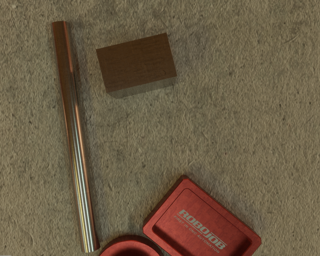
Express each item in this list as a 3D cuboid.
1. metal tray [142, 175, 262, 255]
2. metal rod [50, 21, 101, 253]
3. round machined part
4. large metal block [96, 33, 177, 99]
[{"bbox_3d":[0.054,0.137,0.408,0.130,0.030,0.090,40,90,-1],"label":"metal tray"},{"bbox_3d":[-0.111,0.011,0.408,0.025,0.025,0.298,-8,90,0],"label":"metal rod"},{"bbox_3d":[-0.039,0.195,0.401,0.099,0.042,0.097,0,90,-1],"label":"round machined part"},{"bbox_3d":[-0.026,-0.072,0.382,0.080,0.080,0.050,-14,90,0],"label":"large metal block"}]
